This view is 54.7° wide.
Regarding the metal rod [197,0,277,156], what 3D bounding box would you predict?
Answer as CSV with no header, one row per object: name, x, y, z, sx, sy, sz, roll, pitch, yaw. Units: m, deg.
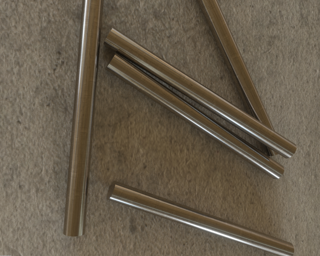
metal rod,0.109,-0.094,0.450,0.025,0.025,0.299,-30,100,-18

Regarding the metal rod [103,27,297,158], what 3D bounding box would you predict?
metal rod,0.063,-0.041,0.419,0.301,0.025,0.025,30,80,-13

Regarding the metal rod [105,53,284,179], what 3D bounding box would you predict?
metal rod,0.060,-0.008,0.432,0.301,0.025,0.025,32,80,-18

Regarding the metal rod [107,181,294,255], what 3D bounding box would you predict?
metal rod,0.070,0.135,0.436,0.302,0.025,0.025,24,82,-19

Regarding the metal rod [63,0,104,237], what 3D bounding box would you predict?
metal rod,-0.092,-0.023,0.375,0.025,0.025,0.298,5,88,-20
